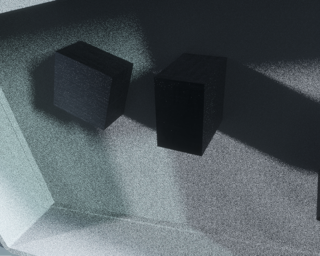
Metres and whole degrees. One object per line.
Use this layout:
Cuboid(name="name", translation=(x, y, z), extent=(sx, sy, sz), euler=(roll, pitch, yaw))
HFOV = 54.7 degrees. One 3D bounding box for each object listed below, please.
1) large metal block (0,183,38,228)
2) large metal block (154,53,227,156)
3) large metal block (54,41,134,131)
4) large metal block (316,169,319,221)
Cuboid(name="large metal block", translation=(-0.327, 0.168, 0.672), extent=(0.080, 0.050, 0.080), euler=(-9, 114, 32))
Cuboid(name="large metal block", translation=(0.035, -0.029, 0.337), extent=(0.050, 0.080, 0.079), euler=(12, 123, 22))
Cuboid(name="large metal block", translation=(-0.088, -0.056, 0.405), extent=(0.080, 0.050, 0.079), euler=(26, 128, 12))
Cuboid(name="large metal block", translation=(0.199, 0.050, 0.299), extent=(0.050, 0.080, 0.079), euler=(27, 128, 11))
